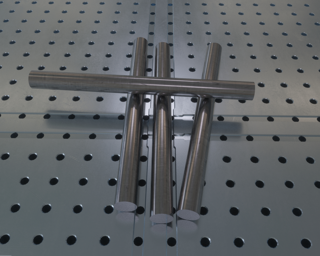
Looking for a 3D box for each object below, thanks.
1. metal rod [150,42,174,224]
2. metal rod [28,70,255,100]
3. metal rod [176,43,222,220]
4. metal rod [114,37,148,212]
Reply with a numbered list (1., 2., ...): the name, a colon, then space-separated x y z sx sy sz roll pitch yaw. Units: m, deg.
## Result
1. metal rod: 0.003 -0.019 0.423 0.025 0.025 0.300 0 50 0
2. metal rod: -0.026 -0.058 0.422 0.301 0.025 0.025 3 50 3
3. metal rod: 0.060 -0.020 0.424 0.025 0.025 0.300 9 51 8
4. metal rod: -0.035 -0.030 0.432 0.025 0.025 0.300 1 50 1
